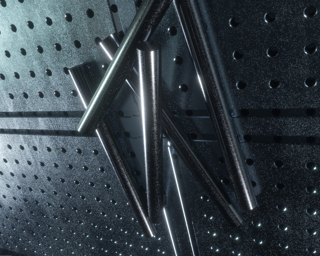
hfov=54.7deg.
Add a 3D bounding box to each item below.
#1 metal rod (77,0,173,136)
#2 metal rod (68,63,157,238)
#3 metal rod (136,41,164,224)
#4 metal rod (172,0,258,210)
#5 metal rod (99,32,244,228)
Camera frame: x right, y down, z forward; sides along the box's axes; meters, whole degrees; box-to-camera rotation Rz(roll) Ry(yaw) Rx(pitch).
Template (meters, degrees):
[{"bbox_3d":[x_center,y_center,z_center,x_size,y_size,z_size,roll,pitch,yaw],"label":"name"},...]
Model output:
[{"bbox_3d":[-0.030,-0.089,0.336,0.025,0.025,0.298,39,129,1],"label":"metal rod"},{"bbox_3d":[-0.064,0.047,0.472,0.025,0.025,0.298,-7,116,31],"label":"metal rod"},{"bbox_3d":[-0.009,0.031,0.407,0.025,0.025,0.298,15,133,19],"label":"metal rod"},{"bbox_3d":[0.065,-0.029,0.357,0.025,0.025,0.298,-8,115,31],"label":"metal rod"},{"bbox_3d":[0.022,0.011,0.405,0.025,0.025,0.299,-27,104,37],"label":"metal rod"}]
